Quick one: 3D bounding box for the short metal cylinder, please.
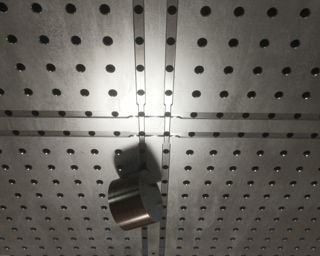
[{"bbox_3d":[-0.035,0.109,0.468,0.050,0.080,0.080,-21,127,16],"label":"short metal cylinder"}]
